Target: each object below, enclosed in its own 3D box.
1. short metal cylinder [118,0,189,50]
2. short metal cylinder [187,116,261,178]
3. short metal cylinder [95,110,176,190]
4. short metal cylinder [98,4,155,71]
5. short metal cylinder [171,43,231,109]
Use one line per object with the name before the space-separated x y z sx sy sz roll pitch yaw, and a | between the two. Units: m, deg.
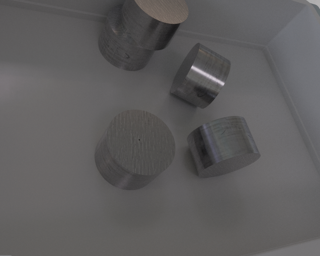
short metal cylinder | -0.010 -0.151 0.412 0.081 0.050 0.080 14 56 -21
short metal cylinder | 0.080 0.026 0.398 0.081 0.080 0.050 -3 63 -30
short metal cylinder | -0.029 0.026 0.358 0.081 0.050 0.080 14 56 -21
short metal cylinder | -0.043 -0.129 0.445 0.081 0.050 0.080 14 56 -21
short metal cylinder | 0.057 -0.074 0.446 0.050 0.080 0.080 27 52 -12
